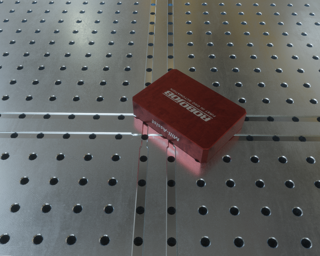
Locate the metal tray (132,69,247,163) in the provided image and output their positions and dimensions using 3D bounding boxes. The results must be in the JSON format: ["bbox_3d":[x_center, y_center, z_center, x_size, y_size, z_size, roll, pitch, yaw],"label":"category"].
[{"bbox_3d":[0.038,-0.022,0.423,0.130,0.030,0.090,36,58,26],"label":"metal tray"}]
